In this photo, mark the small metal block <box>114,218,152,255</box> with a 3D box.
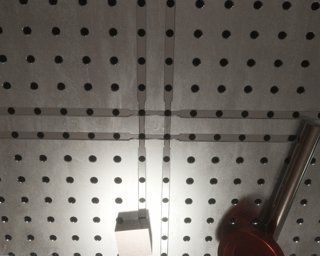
[{"bbox_3d":[-0.040,0.169,0.475,0.050,0.025,0.050,-6,110,1],"label":"small metal block"}]

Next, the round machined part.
[{"bbox_3d":[0.139,0.193,0.460,0.098,0.042,0.097,8,103,38],"label":"round machined part"}]

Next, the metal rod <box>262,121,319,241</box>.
[{"bbox_3d":[0.176,0.132,0.464,0.025,0.025,0.298,11,110,-5],"label":"metal rod"}]
